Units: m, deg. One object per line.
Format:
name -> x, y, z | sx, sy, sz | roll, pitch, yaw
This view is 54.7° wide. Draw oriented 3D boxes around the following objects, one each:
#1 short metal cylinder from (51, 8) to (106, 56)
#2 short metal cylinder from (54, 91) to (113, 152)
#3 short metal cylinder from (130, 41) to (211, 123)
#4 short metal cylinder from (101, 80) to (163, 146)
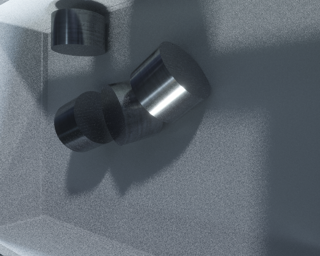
short metal cylinder -> -0.124, -0.143, 0.474 | 0.080, 0.081, 0.050 | 1, 91, 40
short metal cylinder -> -0.107, -0.009, 0.460 | 0.050, 0.081, 0.080 | -22, 76, 38
short metal cylinder -> 0.013, -0.053, 0.360 | 0.050, 0.081, 0.080 | -38, 67, 32
short metal cylinder -> -0.038, -0.022, 0.402 | 0.080, 0.050, 0.079 | 41, 140, 48
